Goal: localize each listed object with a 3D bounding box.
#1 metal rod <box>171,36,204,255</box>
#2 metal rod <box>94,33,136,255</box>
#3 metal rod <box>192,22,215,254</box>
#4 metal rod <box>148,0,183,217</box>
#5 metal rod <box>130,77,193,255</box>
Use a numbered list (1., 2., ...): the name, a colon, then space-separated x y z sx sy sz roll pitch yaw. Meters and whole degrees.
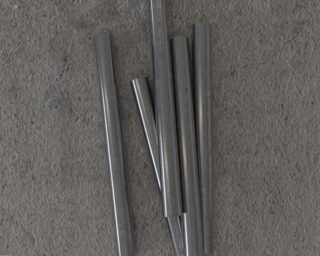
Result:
1. metal rod: 0.034 0.032 0.397 0.025 0.025 0.298 -3 85 0
2. metal rod: -0.059 0.027 0.409 0.025 0.025 0.298 -6 90 0
3. metal rod: 0.057 0.013 0.410 0.025 0.025 0.298 -1 90 0
4. metal rod: 0.005 -0.041 0.394 0.025 0.025 0.298 -4 84 0
5. metal rod: 0.010 0.081 0.409 0.025 0.025 0.298 -14 90 0
